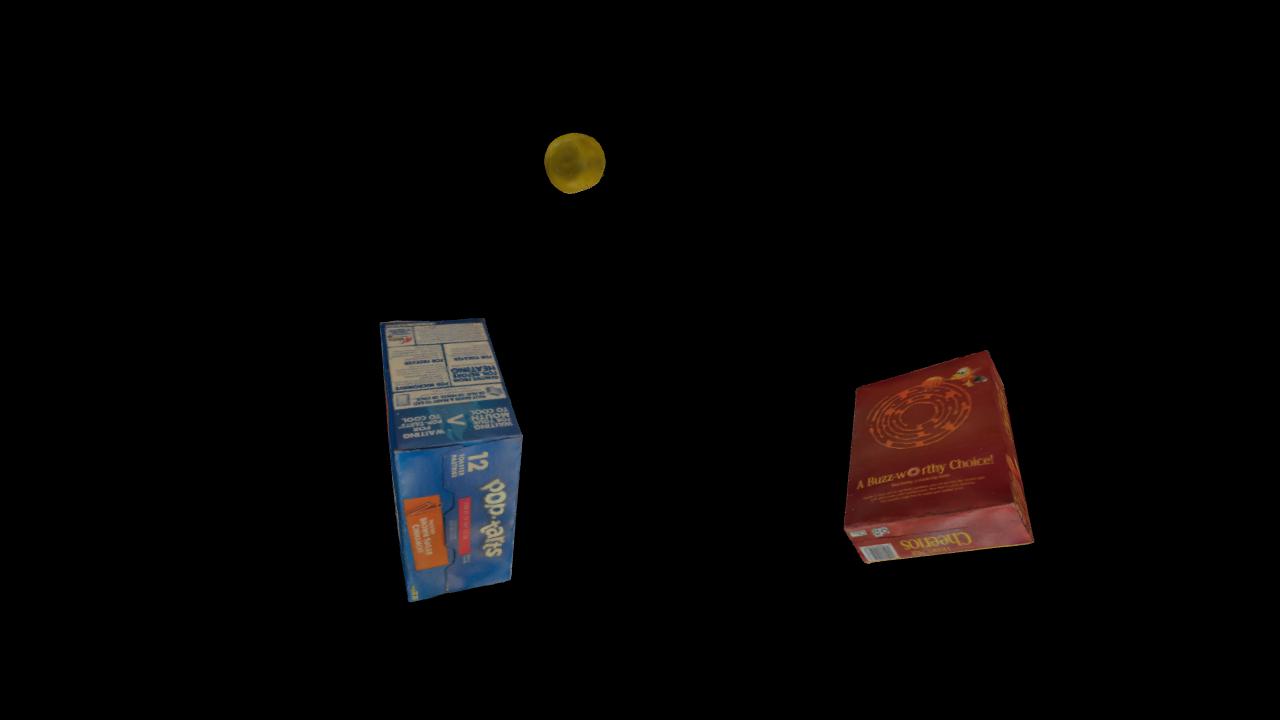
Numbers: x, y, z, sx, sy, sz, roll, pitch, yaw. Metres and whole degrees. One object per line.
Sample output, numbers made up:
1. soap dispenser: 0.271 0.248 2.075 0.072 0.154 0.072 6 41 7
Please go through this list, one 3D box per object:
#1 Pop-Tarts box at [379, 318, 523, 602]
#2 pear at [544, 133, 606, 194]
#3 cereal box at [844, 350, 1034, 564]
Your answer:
1. Pop-Tarts box: -0.151 0.074 0.479 0.083 0.167 0.141 -7 41 -23
2. pear: -0.080 -0.256 0.811 0.080 0.080 0.111 0 7 9
3. cereal box: 0.401 0.126 0.851 0.203 0.081 0.306 -22 24 34
